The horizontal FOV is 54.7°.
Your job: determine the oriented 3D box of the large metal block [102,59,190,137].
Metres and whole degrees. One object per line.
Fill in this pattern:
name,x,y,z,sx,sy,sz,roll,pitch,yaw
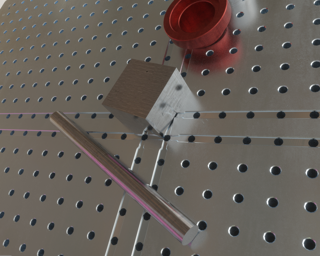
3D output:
large metal block,-0.019,-0.043,0.429,0.080,0.050,0.080,19,72,35

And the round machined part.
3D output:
round machined part,0.058,-0.158,0.459,0.098,0.042,0.098,-12,63,25

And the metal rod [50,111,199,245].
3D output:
metal rod,-0.068,0.048,0.414,0.300,0.025,0.025,33,80,38

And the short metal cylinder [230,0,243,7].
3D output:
short metal cylinder,0.098,-0.233,0.484,0.080,0.050,0.080,-13,56,20
